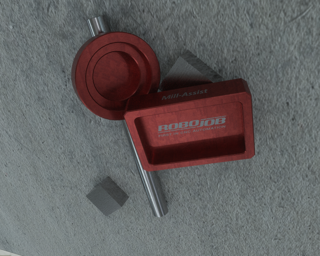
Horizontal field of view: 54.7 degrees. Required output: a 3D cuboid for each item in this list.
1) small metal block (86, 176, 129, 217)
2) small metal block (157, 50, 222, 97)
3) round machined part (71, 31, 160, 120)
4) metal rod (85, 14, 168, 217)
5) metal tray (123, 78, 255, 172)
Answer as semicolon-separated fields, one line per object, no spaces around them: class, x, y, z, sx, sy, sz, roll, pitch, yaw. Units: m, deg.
small metal block;-0.089;0.116;0.524;0.050;0.025;0.050;47;129;-5
small metal block;0.034;-0.052;0.356;0.050;0.025;0.050;39;129;1
round machined part;-0.053;-0.061;0.358;0.042;0.099;0.097;31;142;59
metal rod;-0.037;0.000;0.425;0.025;0.025;0.298;-2;118;29
metal tray;0.035;0.000;0.347;0.131;0.030;0.090;-9;126;9
